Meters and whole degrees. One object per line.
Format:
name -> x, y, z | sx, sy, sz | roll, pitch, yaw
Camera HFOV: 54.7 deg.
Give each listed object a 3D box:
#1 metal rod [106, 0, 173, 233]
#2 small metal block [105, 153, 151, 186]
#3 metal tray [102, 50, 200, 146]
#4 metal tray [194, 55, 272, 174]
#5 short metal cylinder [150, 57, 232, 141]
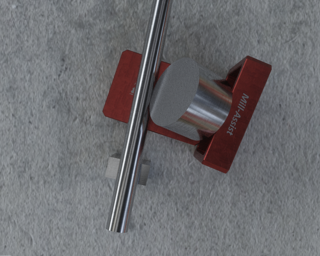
metal rod -> -0.021, -0.030, 0.372 | 0.025, 0.025, 0.299 | 11, 81, -1
small metal block -> -0.039, 0.052, 0.398 | 0.050, 0.050, 0.025 | 13, 90, -1
metal tray -> 0.002, -0.039, 0.408 | 0.131, 0.030, 0.090 | 18, 90, -1
metal tray -> 0.084, -0.015, 0.380 | 0.030, 0.090, 0.129 | 23, 90, 0
short metal cylinder -> 0.033, -0.031, 0.347 | 0.050, 0.080, 0.080 | 23, 90, -33
